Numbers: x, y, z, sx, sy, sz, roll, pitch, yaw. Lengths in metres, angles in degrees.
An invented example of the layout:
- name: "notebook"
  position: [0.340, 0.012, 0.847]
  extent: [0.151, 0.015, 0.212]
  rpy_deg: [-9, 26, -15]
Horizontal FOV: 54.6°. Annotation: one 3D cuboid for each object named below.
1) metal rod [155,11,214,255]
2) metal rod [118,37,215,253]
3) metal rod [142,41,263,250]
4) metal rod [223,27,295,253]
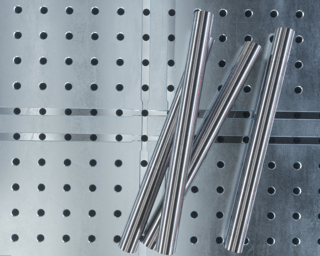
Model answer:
- name: "metal rod"
  position: [0.031, 0.006, 0.387]
  extent: [0.025, 0.025, 0.298]
  rpy_deg: [9, 90, 0]
- name: "metal rod"
  position: [0.009, 0.020, 0.413]
  extent: [0.025, 0.025, 0.299]
  rpy_deg: [21, 90, 0]
- name: "metal rod"
  position: [0.056, 0.023, 0.413]
  extent: [0.025, 0.025, 0.299]
  rpy_deg: [28, 90, 0]
- name: "metal rod"
  position: [0.132, 0.016, 0.414]
  extent: [0.025, 0.025, 0.299]
  rpy_deg: [13, 90, 0]
